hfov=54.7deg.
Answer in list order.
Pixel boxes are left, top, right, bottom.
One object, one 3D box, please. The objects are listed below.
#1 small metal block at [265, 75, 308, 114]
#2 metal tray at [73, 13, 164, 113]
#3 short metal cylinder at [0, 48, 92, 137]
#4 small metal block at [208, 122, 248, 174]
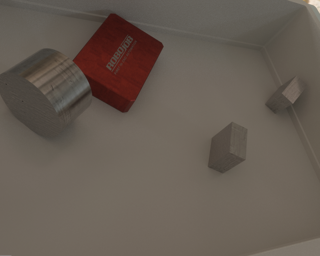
[{"bbox_3d":[0.218,-0.057,0.537,0.025,0.050,0.050,44,68,2],"label":"small metal block"},{"bbox_3d":[-0.057,-0.094,0.430,0.090,0.030,0.130,30,52,-9],"label":"metal tray"},{"bbox_3d":[-0.120,-0.037,0.328,0.080,0.080,0.050,39,51,-2],"label":"short metal cylinder"},{"bbox_3d":[0.093,0.028,0.425,0.025,0.050,0.050,25,53,-13],"label":"small metal block"}]
